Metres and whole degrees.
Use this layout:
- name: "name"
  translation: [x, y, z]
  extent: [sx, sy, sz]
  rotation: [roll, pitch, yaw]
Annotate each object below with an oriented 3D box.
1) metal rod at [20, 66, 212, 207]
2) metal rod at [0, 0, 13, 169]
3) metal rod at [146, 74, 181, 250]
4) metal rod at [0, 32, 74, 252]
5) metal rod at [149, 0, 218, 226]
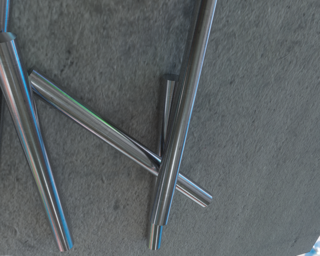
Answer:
- name: "metal rod"
  translation: [-0.032, 0.028, 0.384]
  extent: [0.025, 0.025, 0.301]
  rotation: [-48, 122, 5]
- name: "metal rod"
  translation: [-0.177, 0.016, 0.320]
  extent: [0.025, 0.025, 0.298]
  rotation: [3, 117, -30]
- name: "metal rod"
  translation: [0.002, 0.067, 0.451]
  extent: [0.025, 0.025, 0.298]
  rotation: [-9, 123, -24]
- name: "metal rod"
  translation: [-0.132, 0.044, 0.345]
  extent: [0.025, 0.025, 0.298]
  rotation: [-16, 130, -20]
- name: "metal rod"
  translation: [0.027, -0.023, 0.369]
  extent: [0.025, 0.025, 0.298]
  rotation: [4, 104, -31]
